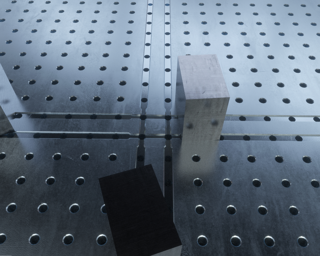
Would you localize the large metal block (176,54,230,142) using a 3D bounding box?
[{"bbox_3d":[0.051,-0.039,0.405,0.050,0.080,0.080,-3,50,-3],"label":"large metal block"}]

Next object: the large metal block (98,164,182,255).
[{"bbox_3d":[-0.019,0.094,0.293,0.050,0.080,0.080,-14,52,-12],"label":"large metal block"}]

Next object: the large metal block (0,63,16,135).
[{"bbox_3d":[-0.230,-0.044,0.406,0.050,0.080,0.080,-13,52,-11],"label":"large metal block"}]
